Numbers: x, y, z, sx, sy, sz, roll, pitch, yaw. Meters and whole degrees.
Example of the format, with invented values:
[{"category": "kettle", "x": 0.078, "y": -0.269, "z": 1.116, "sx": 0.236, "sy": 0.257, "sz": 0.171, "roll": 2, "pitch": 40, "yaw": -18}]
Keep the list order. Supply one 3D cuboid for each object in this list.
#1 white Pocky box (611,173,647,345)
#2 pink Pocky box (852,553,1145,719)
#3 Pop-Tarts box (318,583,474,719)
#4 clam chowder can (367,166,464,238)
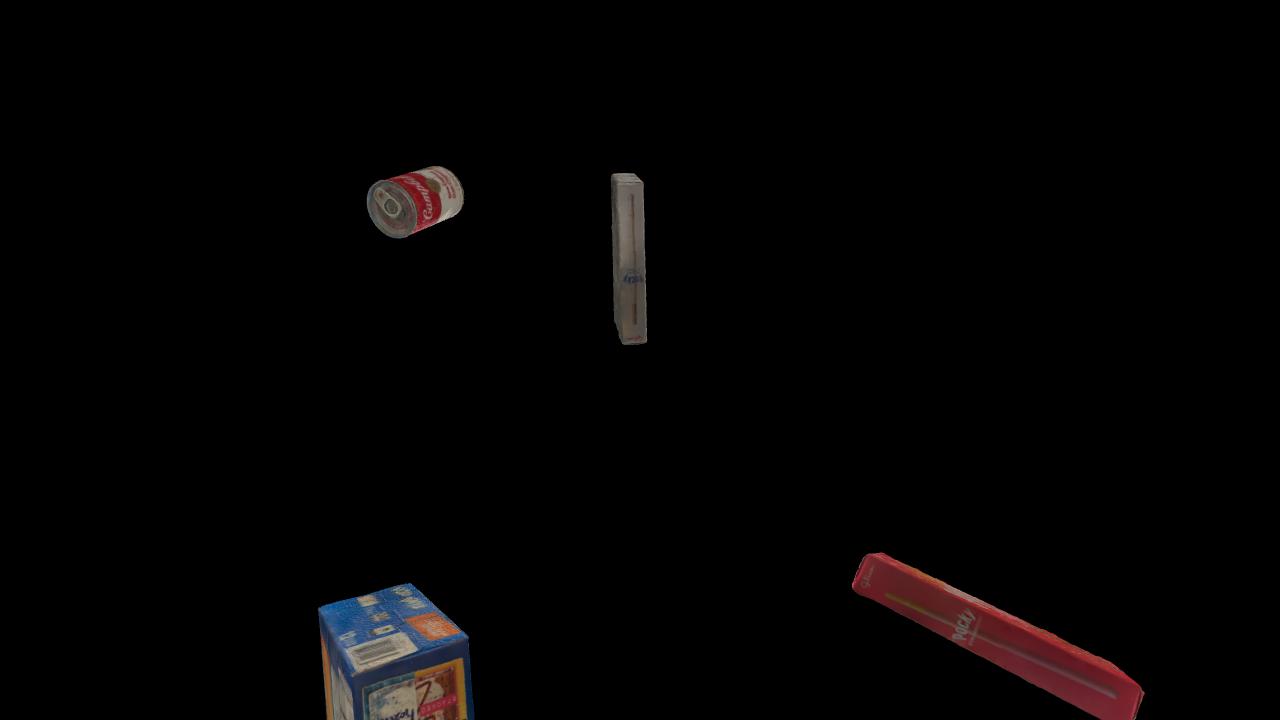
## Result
[{"category": "white Pocky box", "x": -0.012, "y": -0.100, "z": 0.604, "sx": 0.028, "sy": 0.154, "sz": 0.084, "roll": -3, "pitch": 23, "yaw": -6}, {"category": "pink Pocky box", "x": 0.222, "y": 0.173, "z": 0.400, "sx": 0.155, "sy": 0.029, "sz": 0.084, "roll": 22, "pitch": -5, "yaw": 31}, {"category": "Pop-Tarts box", "x": -0.193, "y": 0.273, "z": 0.483, "sx": 0.083, "sy": 0.141, "sz": 0.167, "roll": -3, "pitch": -2, "yaw": -34}, {"category": "clam chowder can", "x": -0.270, "y": -0.194, "z": 0.748, "sx": 0.068, "sy": 0.068, "sz": 0.102, "roll": 0, "pitch": 26, "yaw": 20}]
